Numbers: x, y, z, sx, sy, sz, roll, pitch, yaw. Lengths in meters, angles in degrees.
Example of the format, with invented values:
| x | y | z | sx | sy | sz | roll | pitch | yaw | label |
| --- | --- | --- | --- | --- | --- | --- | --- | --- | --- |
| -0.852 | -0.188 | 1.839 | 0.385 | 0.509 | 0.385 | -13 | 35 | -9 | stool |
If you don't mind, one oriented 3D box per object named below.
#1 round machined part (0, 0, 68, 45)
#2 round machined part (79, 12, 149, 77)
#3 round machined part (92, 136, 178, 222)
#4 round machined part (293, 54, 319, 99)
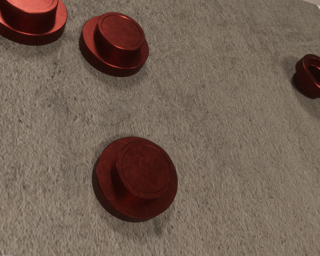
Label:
| x | y | z | sx | sy | sz | roll | pitch | yaw | label |
| --- | --- | --- | --- | --- | --- | --- | --- | --- | --- |
| -0.169 | -0.158 | 0.398 | 0.099 | 0.042 | 0.098 | 14 | 56 | -21 | round machined part |
| -0.060 | -0.124 | 0.437 | 0.099 | 0.042 | 0.098 | 14 | 56 | -21 | round machined part |
| -0.023 | 0.053 | 0.350 | 0.099 | 0.042 | 0.098 | 14 | 56 | -21 | round machined part |
| 0.310 | -0.098 | 0.624 | 0.099 | 0.042 | 0.098 | 14 | 56 | -21 | round machined part |
